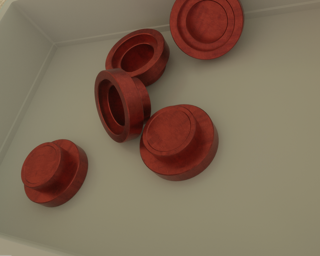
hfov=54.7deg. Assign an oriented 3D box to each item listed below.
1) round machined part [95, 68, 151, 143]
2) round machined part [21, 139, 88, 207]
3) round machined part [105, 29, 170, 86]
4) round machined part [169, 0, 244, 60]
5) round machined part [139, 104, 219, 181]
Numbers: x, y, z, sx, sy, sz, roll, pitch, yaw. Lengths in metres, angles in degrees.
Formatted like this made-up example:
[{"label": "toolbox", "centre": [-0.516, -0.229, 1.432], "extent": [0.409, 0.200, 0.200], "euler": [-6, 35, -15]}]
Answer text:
[{"label": "round machined part", "centre": [-0.048, -0.032, 0.416], "extent": [0.042, 0.097, 0.098], "euler": [-18, 43, -31]}, {"label": "round machined part", "centre": [-0.156, 0.059, 0.441], "extent": [0.098, 0.042, 0.098], "euler": [-13, 56, 21]}, {"label": "round machined part", "centre": [-0.030, -0.101, 0.471], "extent": [0.098, 0.042, 0.098], "euler": [-13, 55, 20]}, {"label": "round machined part", "centre": [0.066, -0.147, 0.427], "extent": [0.098, 0.097, 0.042], "euler": [-10, 20, 23]}, {"label": "round machined part", "centre": [0.018, 0.011, 0.378], "extent": [0.098, 0.042, 0.098], "euler": [-13, 56, 21]}]
